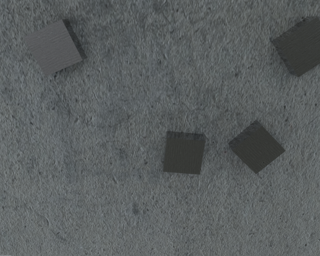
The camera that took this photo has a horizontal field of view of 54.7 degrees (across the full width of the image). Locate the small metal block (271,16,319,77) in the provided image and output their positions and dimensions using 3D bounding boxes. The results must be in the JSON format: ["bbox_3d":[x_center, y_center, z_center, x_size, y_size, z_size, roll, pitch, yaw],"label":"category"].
[{"bbox_3d":[0.173,-0.098,0.375,0.050,0.025,0.050,-34,107,11],"label":"small metal block"}]

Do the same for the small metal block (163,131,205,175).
[{"bbox_3d":[0.032,0.034,0.422,0.050,0.025,0.050,5,110,-2],"label":"small metal block"}]

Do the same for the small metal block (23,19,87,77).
[{"bbox_3d":[-0.124,-0.097,0.373,0.050,0.025,0.050,-22,109,7],"label":"small metal block"}]

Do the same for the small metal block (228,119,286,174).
[{"bbox_3d":[0.131,0.026,0.420,0.050,0.025,0.050,-43,105,14],"label":"small metal block"}]
